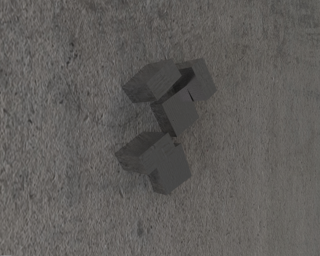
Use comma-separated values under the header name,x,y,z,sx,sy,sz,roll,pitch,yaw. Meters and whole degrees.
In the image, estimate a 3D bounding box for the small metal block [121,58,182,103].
name,x,y,z,sx,sy,sz,roll,pitch,yaw
small metal block,-0.010,-0.057,0.379,0.050,0.050,0.025,-49,119,-29

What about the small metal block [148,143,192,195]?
name,x,y,z,sx,sy,sz,roll,pitch,yaw
small metal block,0.010,0.053,0.413,0.050,0.025,0.050,-30,109,-36

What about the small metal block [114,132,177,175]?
name,x,y,z,sx,sy,sz,roll,pitch,yaw
small metal block,-0.018,0.029,0.373,0.050,0.050,0.025,-39,114,-33

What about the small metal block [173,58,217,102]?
name,x,y,z,sx,sy,sz,roll,pitch,yaw
small metal block,0.043,-0.064,0.424,0.025,0.050,0.050,-44,117,-31

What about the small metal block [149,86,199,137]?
name,x,y,z,sx,sy,sz,roll,pitch,yaw
small metal block,0.021,-0.022,0.422,0.050,0.025,0.050,-39,114,-33
